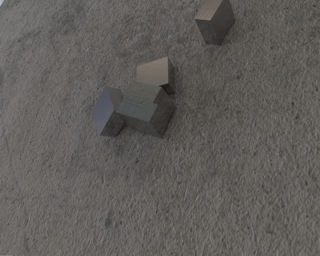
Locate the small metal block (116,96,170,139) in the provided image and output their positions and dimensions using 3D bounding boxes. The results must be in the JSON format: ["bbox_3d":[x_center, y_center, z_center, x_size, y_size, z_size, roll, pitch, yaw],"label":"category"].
[{"bbox_3d":[-0.021,-0.013,0.404,0.050,0.050,0.025,17,71,26],"label":"small metal block"}]

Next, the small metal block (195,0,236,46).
[{"bbox_3d":[0.080,-0.155,0.441,0.025,0.050,0.050,21,73,36],"label":"small metal block"}]

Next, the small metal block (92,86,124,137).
[{"bbox_3d":[-0.071,-0.023,0.441,0.050,0.025,0.050,-55,44,31],"label":"small metal block"}]

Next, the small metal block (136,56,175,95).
[{"bbox_3d":[-0.006,-0.071,0.451,0.050,0.025,0.050,-13,56,20],"label":"small metal block"}]

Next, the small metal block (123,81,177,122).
[{"bbox_3d":[-0.013,-0.035,0.416,0.050,0.050,0.025,17,71,34],"label":"small metal block"}]
